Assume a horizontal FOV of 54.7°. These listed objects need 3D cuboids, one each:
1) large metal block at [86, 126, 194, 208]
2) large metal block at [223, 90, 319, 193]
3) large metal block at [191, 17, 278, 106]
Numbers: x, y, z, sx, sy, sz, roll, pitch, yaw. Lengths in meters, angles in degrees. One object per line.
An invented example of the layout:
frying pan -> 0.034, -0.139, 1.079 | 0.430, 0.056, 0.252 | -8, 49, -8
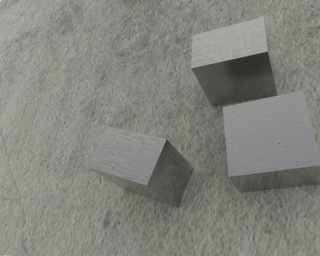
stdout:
large metal block -> -0.020, 0.045, 0.350 | 0.080, 0.080, 0.050 | 11, 67, 32
large metal block -> 0.113, 0.016, 0.318 | 0.080, 0.050, 0.080 | -11, 57, 21
large metal block -> 0.089, -0.074, 0.366 | 0.080, 0.080, 0.050 | -9, 58, 23
